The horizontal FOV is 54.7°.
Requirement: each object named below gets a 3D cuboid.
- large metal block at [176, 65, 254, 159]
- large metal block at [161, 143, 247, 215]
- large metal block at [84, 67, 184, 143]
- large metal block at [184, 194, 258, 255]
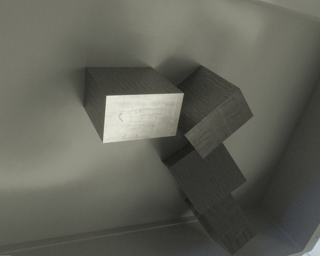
[{"bbox_3d":[0.053,-0.023,0.388,0.080,0.080,0.050,-40,129,-1],"label":"large metal block"},{"bbox_3d":[0.061,0.061,0.442,0.080,0.050,0.080,-35,100,-6],"label":"large metal block"},{"bbox_3d":[-0.032,-0.029,0.337,0.081,0.080,0.050,-5,121,-26],"label":"large metal block"},{"bbox_3d":[0.091,0.135,0.478,0.050,0.080,0.080,-36,96,-11],"label":"large metal block"}]
